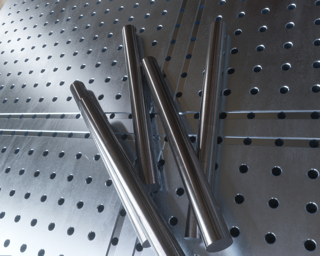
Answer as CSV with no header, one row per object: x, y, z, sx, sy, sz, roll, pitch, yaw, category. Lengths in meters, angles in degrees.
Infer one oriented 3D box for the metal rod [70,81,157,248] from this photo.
-0.074,0.027,0.431,0.025,0.025,0.300,-37,51,3,metal rod

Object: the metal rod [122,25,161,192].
-0.032,-0.049,0.456,0.025,0.025,0.300,-21,54,16,metal rod

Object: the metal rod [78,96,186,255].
-0.038,0.058,0.365,0.025,0.025,0.300,-38,52,3,metal rod

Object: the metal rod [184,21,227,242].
0.062,-0.016,0.386,0.025,0.025,0.300,-4,60,26,metal rod

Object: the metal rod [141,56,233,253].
0.018,0.001,0.376,0.025,0.025,0.300,-29,45,10,metal rod
